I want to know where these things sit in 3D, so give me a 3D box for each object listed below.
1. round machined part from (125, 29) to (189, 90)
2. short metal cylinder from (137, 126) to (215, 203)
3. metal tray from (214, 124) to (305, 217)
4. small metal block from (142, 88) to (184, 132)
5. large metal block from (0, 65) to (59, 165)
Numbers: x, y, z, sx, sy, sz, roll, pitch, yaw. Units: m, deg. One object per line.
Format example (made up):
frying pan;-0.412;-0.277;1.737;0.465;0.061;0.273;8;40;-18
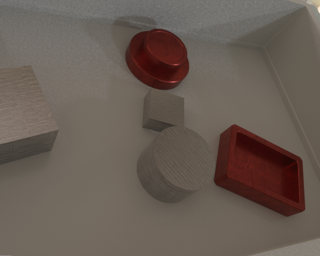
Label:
round machined part;0.002;-0.109;0.464;0.099;0.042;0.098;14;56;-21
short metal cylinder;0.019;0.044;0.374;0.081;0.050;0.080;14;56;-21
metal tray;0.146;0.061;0.445;0.131;0.030;0.090;26;53;-13
small metal block;0.005;-0.022;0.423;0.050;0.025;0.050;15;55;-20
large metal block;-0.160;-0.011;0.311;0.081;0.050;0.080;-17;71;-35
